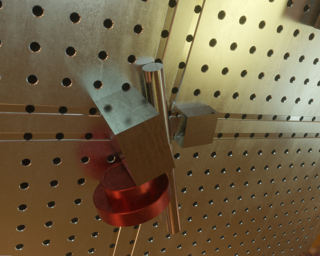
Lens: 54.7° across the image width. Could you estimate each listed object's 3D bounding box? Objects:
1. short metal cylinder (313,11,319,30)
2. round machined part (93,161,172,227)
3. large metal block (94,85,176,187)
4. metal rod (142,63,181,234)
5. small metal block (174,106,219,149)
[{"bbox_3d":[0.263,-0.154,0.427,0.081,0.080,0.050,-1,119,-28],"label":"short metal cylinder"},{"bbox_3d":[-0.037,0.074,0.392,0.099,0.098,0.042,-21,117,-17],"label":"round machined part"},{"bbox_3d":[-0.030,0.008,0.365,0.050,0.080,0.080,-26,128,-13],"label":"large metal block"},{"bbox_3d":[0.008,0.050,0.448,0.025,0.025,0.298,-20,126,-17],"label":"metal rod"},{"bbox_3d":[0.051,-0.002,0.440,0.050,0.025,0.050,-8,122,-25],"label":"small metal block"}]
